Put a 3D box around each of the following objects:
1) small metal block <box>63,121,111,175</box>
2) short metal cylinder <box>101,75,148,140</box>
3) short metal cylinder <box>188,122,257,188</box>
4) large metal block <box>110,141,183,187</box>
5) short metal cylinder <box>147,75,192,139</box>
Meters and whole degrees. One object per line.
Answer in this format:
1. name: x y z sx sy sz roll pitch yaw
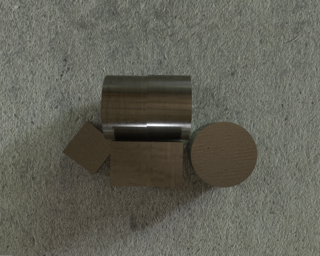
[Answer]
1. small metal block: -0.090 0.026 0.411 0.050 0.025 0.050 38 90 0
2. short metal cylinder: -0.040 -0.025 0.384 0.050 0.080 0.079 1 90 0
3. short metal cylinder: 0.077 0.032 0.399 0.081 0.050 0.079 0 90 0
4. large metal block: -0.015 0.040 0.384 0.081 0.080 0.050 1 90 0
5. short metal cylinder: 0.010 -0.025 0.384 0.050 0.080 0.079 1 90 0
